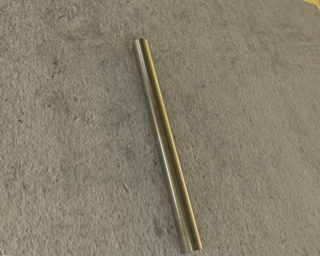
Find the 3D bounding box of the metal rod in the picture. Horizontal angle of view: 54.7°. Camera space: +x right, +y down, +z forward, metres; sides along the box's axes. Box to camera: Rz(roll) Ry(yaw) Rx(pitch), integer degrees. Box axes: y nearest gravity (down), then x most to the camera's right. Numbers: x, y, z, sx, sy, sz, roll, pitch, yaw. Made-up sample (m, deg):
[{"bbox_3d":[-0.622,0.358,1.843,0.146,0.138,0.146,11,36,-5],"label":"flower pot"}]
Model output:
[{"bbox_3d":[0.003,0.005,0.405,0.025,0.025,0.299,0,62,-29],"label":"metal rod"}]
